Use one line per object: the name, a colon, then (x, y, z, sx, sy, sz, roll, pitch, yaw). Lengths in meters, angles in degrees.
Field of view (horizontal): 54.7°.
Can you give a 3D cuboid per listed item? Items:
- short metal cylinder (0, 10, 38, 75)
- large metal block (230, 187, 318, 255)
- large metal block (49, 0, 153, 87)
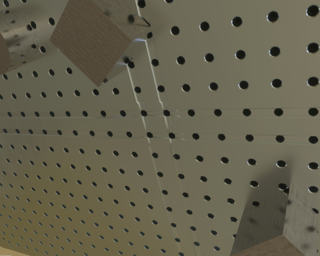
short metal cylinder: (-0.223, -0.121, 0.438, 0.080, 0.050, 0.079, 13, 124, 21)
large metal block: (0.142, 0.131, 0.382, 0.050, 0.080, 0.080, 44, 129, -2)
large metal block: (-0.070, -0.109, 0.364, 0.080, 0.050, 0.080, 45, 129, -3)
